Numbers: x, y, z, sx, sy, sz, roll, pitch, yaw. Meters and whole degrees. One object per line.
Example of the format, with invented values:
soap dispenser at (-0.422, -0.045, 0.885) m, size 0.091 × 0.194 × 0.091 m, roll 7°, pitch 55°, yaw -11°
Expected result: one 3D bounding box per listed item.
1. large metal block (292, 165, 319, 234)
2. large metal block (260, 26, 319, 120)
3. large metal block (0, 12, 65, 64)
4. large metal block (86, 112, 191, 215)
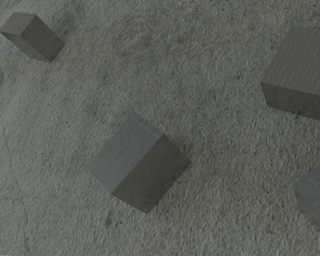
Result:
large metal block at (0.161, 0.054, 0.251) m, size 0.080 × 0.080 × 0.050 m, roll -37°, pitch 51°, yaw 3°
large metal block at (0.168, -0.058, 0.335) m, size 0.080 × 0.050 × 0.080 m, roll 22°, pitch 73°, yaw 36°
large metal block at (-0.251, -0.177, 0.609) m, size 0.080 × 0.080 × 0.050 m, roll 19°, pitch 72°, yaw 35°
large metal block at (-0.021, 0.042, 0.354) m, size 0.080 × 0.080 × 0.050 m, roll -49°, pitch 51°, yaw -6°
